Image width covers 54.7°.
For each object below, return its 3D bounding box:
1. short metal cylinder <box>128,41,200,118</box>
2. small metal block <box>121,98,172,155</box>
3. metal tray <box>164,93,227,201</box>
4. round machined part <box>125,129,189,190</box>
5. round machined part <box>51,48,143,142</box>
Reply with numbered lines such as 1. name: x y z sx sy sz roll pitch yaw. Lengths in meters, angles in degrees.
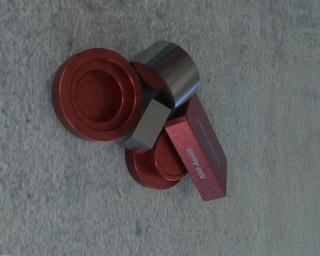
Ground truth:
1. short metal cylinder: 0.000 -0.057 0.373 0.050 0.080 0.080 -45 118 -31
2. small metal block: -0.017 0.000 0.355 0.025 0.050 0.050 31 69 -10
3. metal tray: 0.053 0.022 0.421 0.130 0.030 0.090 61 24 -22
4. round machined part: 0.007 0.032 0.403 0.099 0.042 0.097 0 90 -40
5. round machined part: -0.070 -0.034 0.338 0.099 0.042 0.097 0 90 -40
